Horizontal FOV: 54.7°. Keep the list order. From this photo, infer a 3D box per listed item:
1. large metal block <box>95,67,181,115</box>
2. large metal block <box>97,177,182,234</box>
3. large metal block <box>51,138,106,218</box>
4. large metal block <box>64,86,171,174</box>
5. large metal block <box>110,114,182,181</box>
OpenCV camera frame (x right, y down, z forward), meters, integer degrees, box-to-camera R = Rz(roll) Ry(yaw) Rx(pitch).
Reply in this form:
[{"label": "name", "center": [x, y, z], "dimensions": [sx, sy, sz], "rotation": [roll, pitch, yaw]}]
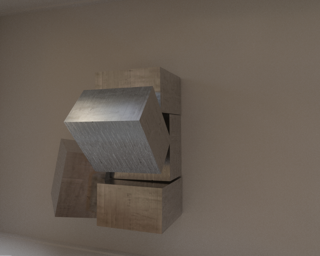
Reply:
[{"label": "large metal block", "center": [-0.024, -0.041, 0.386], "dimensions": [0.080, 0.080, 0.050], "rotation": [-1, 90, 19]}, {"label": "large metal block", "center": [-0.022, 0.090, 0.386], "dimensions": [0.080, 0.080, 0.050], "rotation": [1, 90, 19]}, {"label": "large metal block", "center": [-0.108, 0.063, 0.408], "dimensions": [0.050, 0.080, 0.079], "rotation": [10, 95, -24]}, {"label": "large metal block", "center": [-0.041, 0.004, 0.333], "dimensions": [0.080, 0.080, 0.050], "rotation": [-1, 45, 19]}, {"label": "large metal block", "center": [-0.018, 0.023, 0.403], "dimensions": [0.080, 0.050, 0.079], "rotation": [-1, 90, 19]}]
